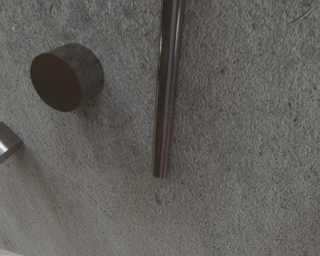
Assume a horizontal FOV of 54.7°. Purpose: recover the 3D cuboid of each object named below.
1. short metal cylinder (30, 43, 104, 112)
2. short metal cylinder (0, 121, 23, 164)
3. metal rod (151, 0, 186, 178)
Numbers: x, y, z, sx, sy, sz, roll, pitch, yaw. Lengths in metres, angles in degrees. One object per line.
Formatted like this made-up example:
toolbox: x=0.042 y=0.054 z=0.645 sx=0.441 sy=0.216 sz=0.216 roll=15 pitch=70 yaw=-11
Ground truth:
short metal cylinder: x=-0.123 y=-0.068 z=0.414 sx=0.080 sy=0.050 sz=0.079 roll=13 pitch=124 yaw=21
short metal cylinder: x=-0.292 y=0.033 z=0.546 sx=0.050 sy=0.080 sz=0.080 roll=48 pitch=129 yaw=-5
metal rod: x=0.009 y=-0.060 z=0.364 sx=0.025 sy=0.025 sz=0.298 roll=17 pitch=125 yaw=18
